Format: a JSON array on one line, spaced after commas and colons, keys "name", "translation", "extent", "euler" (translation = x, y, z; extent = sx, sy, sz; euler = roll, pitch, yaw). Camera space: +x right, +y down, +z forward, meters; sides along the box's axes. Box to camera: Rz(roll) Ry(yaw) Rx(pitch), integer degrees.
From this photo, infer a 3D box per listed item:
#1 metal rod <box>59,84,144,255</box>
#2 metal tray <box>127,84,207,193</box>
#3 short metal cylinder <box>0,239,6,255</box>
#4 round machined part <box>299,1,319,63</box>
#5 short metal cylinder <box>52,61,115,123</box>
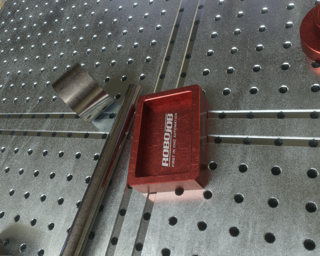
[{"name": "metal rod", "translation": [-0.080, 0.072, 0.405], "extent": [0.025, 0.025, 0.300], "euler": [5, 64, 30]}, {"name": "metal tray", "translation": [0.012, 0.012, 0.391], "extent": [0.090, 0.030, 0.130], "euler": [-9, 58, 23]}, {"name": "short metal cylinder", "translation": [-0.253, 0.172, 0.400], "extent": [0.050, 0.080, 0.080], "euler": [2, 63, 30]}, {"name": "round machined part", "translation": [0.215, -0.122, 0.359], "extent": [0.098, 0.042, 0.098], "euler": [-13, 56, 21]}, {"name": "short metal cylinder", "translation": [-0.114, -0.053, 0.466], "extent": [0.050, 0.080, 0.080], "euler": [-43, 51, -1]}]
